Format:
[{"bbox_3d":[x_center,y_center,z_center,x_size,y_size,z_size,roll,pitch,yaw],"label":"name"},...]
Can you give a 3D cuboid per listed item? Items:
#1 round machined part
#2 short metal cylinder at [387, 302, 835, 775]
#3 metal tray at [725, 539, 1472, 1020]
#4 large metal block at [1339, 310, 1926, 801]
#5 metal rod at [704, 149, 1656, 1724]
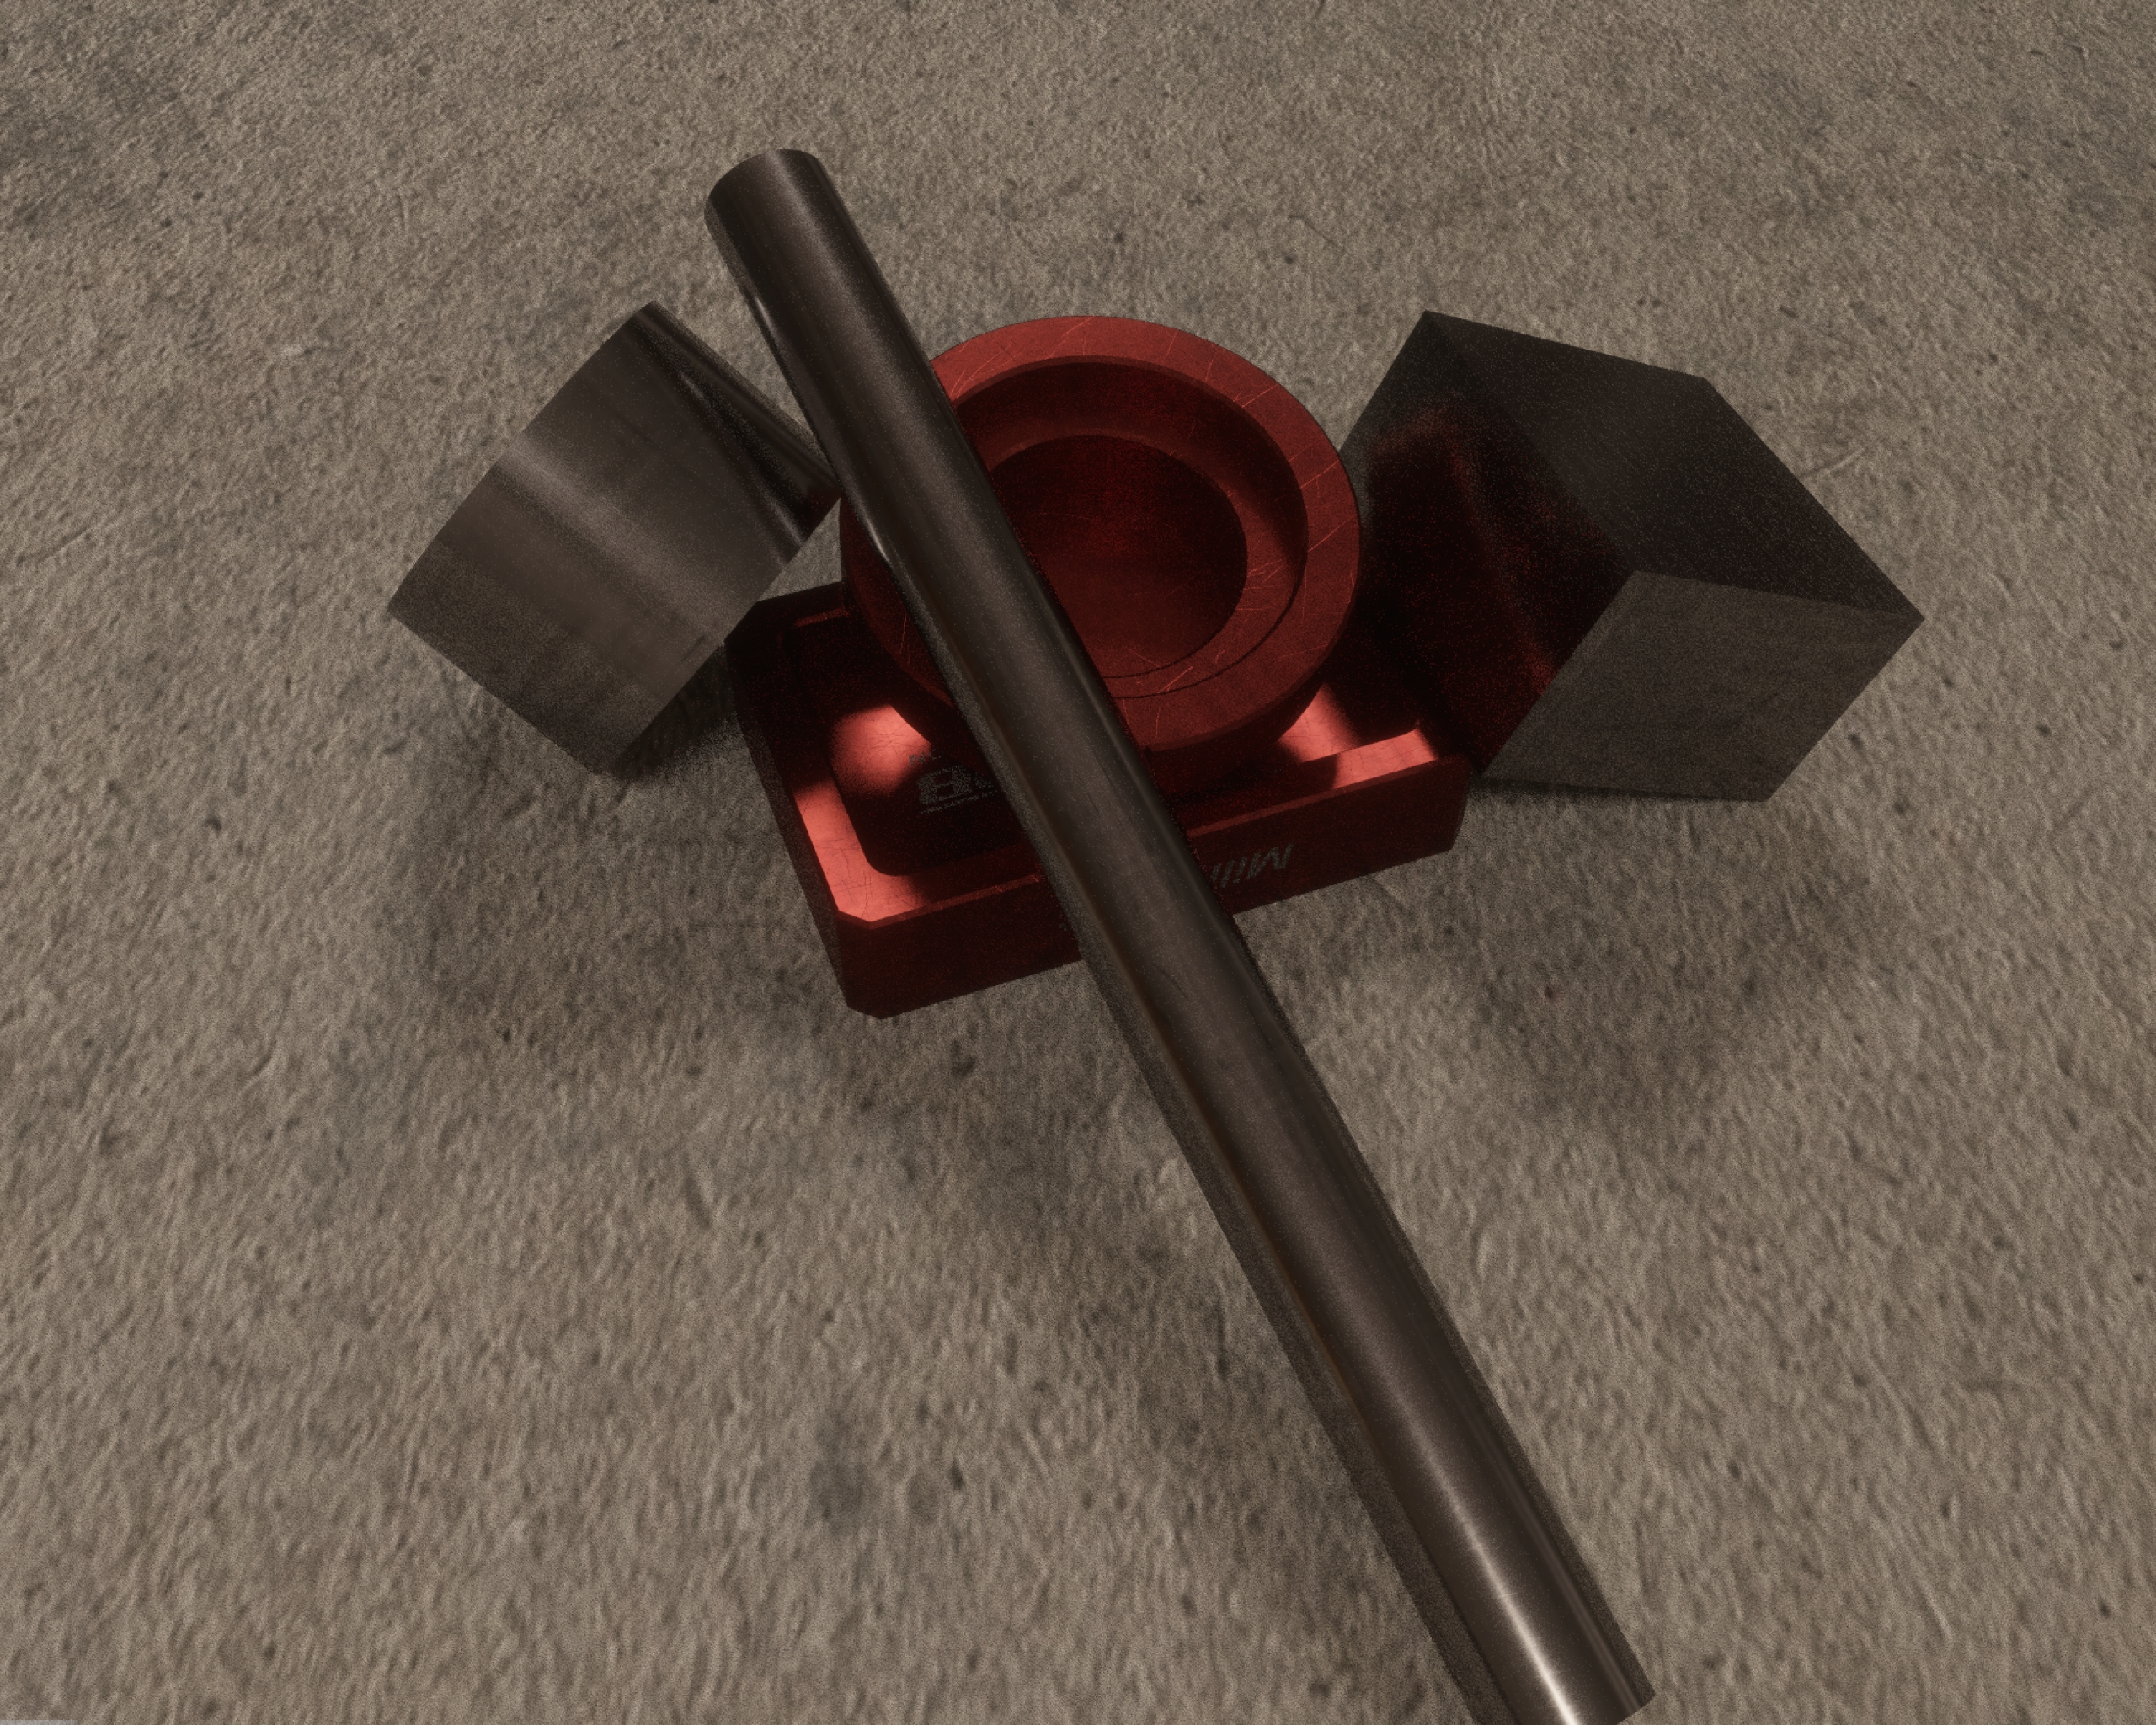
[{"bbox_3d":[0.003,-0.055,0.409,0.099,0.042,0.098,2,65,-4],"label":"round machined part"},{"bbox_3d":[-0.090,-0.064,0.413,0.050,0.080,0.080,40,53,-14],"label":"short metal cylinder"},{"bbox_3d":[0.003,-0.027,0.424,0.131,0.030,0.090,-16,52,-14],"label":"metal tray"},{"bbox_3d":[0.105,-0.060,0.418,0.081,0.050,0.080,3,45,-33],"label":"large metal block"},{"bbox_3d":[0.006,0.000,0.348,0.025,0.025,0.299,-22,70,-17],"label":"metal rod"}]
